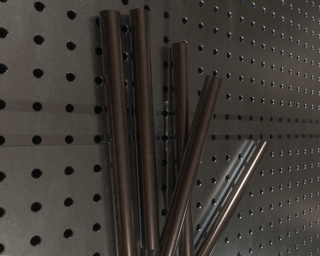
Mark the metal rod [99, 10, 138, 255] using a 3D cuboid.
[{"bbox_3d":[-0.049,0.015,0.369,0.025,0.025,0.298,-7,94,-40],"label":"metal rod"}]

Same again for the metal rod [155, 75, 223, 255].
[{"bbox_3d":[0.033,0.077,0.412,0.025,0.025,0.298,18,86,-39],"label":"metal rod"}]

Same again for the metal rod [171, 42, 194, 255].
[{"bbox_3d":[0.032,0.032,0.438,0.025,0.025,0.298,-3,92,-40],"label":"metal rod"}]

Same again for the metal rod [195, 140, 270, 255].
[{"bbox_3d":[0.107,0.134,0.501,0.301,0.025,0.025,-51,121,-28],"label":"metal rod"}]

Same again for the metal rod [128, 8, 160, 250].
[{"bbox_3d":[-0.020,0.003,0.394,0.025,0.025,0.298,-5,93,-40],"label":"metal rod"}]
